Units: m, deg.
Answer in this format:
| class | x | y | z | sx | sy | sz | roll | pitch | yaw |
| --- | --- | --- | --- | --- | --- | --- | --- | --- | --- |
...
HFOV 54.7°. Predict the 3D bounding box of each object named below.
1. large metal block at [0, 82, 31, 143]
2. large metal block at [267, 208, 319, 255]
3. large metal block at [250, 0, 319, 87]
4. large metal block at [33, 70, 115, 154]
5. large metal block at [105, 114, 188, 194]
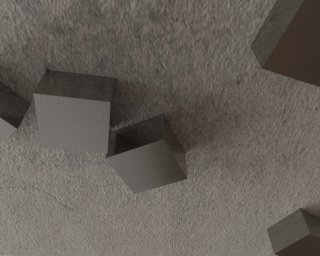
| class | x | y | z | sx | sy | sz | roll | pitch | yaw |
| --- | --- | --- | --- | --- | --- | --- | --- | --- | --- |
| large metal block | -0.221 | -0.019 | 0.371 | 0.080 | 0.050 | 0.080 | -32 | 124 | 24 |
| large metal block | 0.260 | 0.200 | 0.566 | 0.080 | 0.050 | 0.080 | 26 | 125 | -21 |
| large metal block | 0.152 | -0.095 | 0.313 | 0.081 | 0.050 | 0.079 | 14 | 129 | -13 |
| large metal block | -0.099 | -0.018 | 0.374 | 0.081 | 0.050 | 0.079 | 6 | 130 | -6 |
| large metal block | -0.016 | 0.037 | 0.422 | 0.080 | 0.050 | 0.080 | -19 | 128 | 15 |
